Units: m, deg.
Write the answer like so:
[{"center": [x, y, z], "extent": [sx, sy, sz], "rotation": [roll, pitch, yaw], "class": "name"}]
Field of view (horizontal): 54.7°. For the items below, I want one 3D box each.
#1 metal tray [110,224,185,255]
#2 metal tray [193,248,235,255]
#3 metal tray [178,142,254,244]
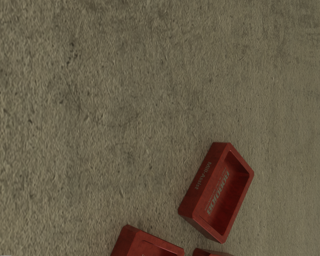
[{"center": [-0.030, 0.196, 0.376], "extent": [0.090, 0.030, 0.130], "rotation": [37, 67, -34], "class": "metal tray"}, {"center": [0.075, 0.255, 0.465], "extent": [0.090, 0.030, 0.130], "rotation": [26, 74, -37], "class": "metal tray"}, {"center": [0.091, 0.097, 0.477], "extent": [0.090, 0.030, 0.130], "rotation": [46, 62, -30], "class": "metal tray"}]
